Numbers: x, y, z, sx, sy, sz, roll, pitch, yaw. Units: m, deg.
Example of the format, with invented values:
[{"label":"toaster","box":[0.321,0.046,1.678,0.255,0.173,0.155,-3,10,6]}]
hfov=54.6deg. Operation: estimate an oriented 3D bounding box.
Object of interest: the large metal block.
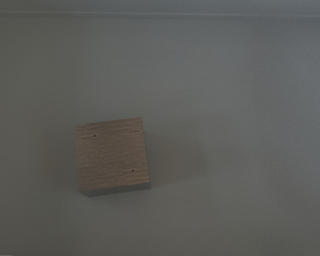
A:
[{"label":"large metal block","box":[-0.057,0.037,0.383,0.080,0.050,0.080,-7,70,-3]}]
